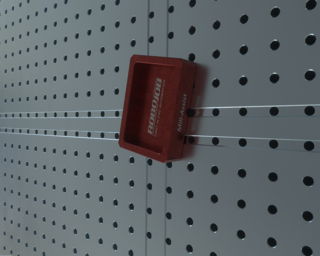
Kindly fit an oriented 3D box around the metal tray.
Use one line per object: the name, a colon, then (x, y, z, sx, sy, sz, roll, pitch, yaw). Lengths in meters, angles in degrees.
metal tray: (-0.007, -0.028, 0.412, 0.090, 0.030, 0.129, 15, 100, 39)
